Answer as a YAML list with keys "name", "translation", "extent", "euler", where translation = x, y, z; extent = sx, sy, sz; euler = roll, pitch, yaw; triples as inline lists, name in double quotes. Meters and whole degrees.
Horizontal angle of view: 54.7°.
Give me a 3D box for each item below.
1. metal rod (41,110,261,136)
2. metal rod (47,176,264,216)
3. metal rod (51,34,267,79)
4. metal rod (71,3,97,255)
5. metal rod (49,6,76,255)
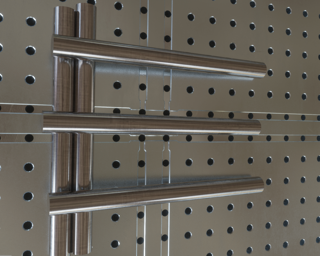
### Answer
- name: "metal rod"
  translation: [0.009, -0.004, 0.401]
  extent: [0.303, 0.025, 0.025]
  euler: [1, 90, -26]
- name: "metal rod"
  translation: [0.014, 0.085, 0.404]
  extent: [0.303, 0.025, 0.025]
  euler: [1, 90, -26]
- name: "metal rod"
  translation: [0.018, -0.089, 0.405]
  extent: [0.303, 0.025, 0.025]
  euler: [1, 90, -26]
- name: "metal rod"
  translation: [-0.093, 0.001, 0.378]
  extent: [0.025, 0.025, 0.298]
  euler: [1, 90, -20]
- name: "metal rod"
  translation: [-0.117, 0.008, 0.369]
  extent: [0.025, 0.025, 0.298]
  euler: [1, 90, -20]
